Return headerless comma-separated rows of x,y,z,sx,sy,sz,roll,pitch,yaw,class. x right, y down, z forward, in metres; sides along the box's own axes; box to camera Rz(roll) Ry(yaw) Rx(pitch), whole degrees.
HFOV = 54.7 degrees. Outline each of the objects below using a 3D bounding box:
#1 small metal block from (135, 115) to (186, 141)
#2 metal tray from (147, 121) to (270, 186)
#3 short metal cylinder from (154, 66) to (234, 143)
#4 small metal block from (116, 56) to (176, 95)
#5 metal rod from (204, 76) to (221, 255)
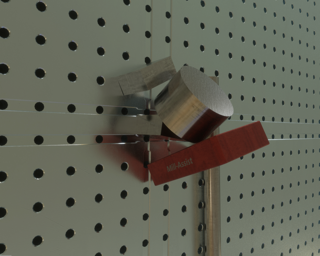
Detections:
0.005,0.000,0.397,0.050,0.050,0.025,13,82,-39,small metal block
0.056,0.034,0.386,0.091,0.129,0.030,-15,81,-39,metal tray
0.041,-0.028,0.371,0.080,0.050,0.080,29,33,-22,short metal cylinder
-0.016,-0.064,0.379,0.050,0.050,0.025,-32,108,-35,small metal block
0.080,0.072,0.475,0.025,0.025,0.298,-2,91,-40,metal rod
